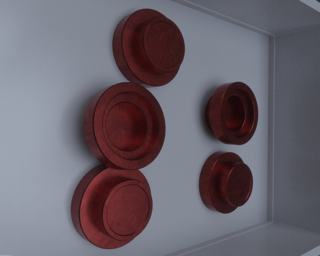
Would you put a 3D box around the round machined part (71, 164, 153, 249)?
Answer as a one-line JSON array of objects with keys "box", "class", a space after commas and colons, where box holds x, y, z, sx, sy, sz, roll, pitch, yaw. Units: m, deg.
[{"box": [-0.047, 0.091, 0.358, 0.099, 0.042, 0.097, 0, 91, -40], "class": "round machined part"}]

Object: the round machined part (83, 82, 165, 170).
[{"box": [-0.044, -0.001, 0.357, 0.099, 0.042, 0.097, 6, 81, -41], "class": "round machined part"}]

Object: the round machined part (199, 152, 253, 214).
[{"box": [0.111, 0.087, 0.492, 0.099, 0.042, 0.097, 0, 90, -40], "class": "round machined part"}]

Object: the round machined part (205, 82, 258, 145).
[{"box": [0.110, -0.022, 0.491, 0.099, 0.042, 0.097, 0, 90, -40], "class": "round machined part"}]

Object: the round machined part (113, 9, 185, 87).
[{"box": [-0.007, -0.101, 0.392, 0.099, 0.042, 0.097, 0, 90, -40], "class": "round machined part"}]
